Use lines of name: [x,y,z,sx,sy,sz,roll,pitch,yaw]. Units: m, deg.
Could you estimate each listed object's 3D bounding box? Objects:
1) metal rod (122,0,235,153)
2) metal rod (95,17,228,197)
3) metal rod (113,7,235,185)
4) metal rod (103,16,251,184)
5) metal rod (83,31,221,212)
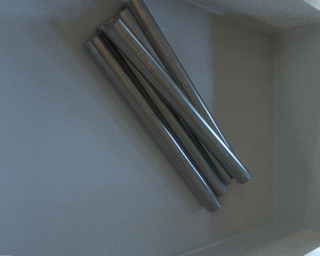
metal rod: [0.043,-0.046,0.440,0.025,0.025,0.300,-51,120,-28]
metal rod: [0.016,-0.010,0.418,0.025,0.025,0.300,-51,120,-28]
metal rod: [0.030,-0.026,0.430,0.025,0.025,0.300,-51,120,-28]
metal rod: [0.039,-0.017,0.404,0.300,0.025,0.025,46,63,-30]
metal rod: [0.004,0.010,0.408,0.025,0.025,0.300,-51,120,-28]
